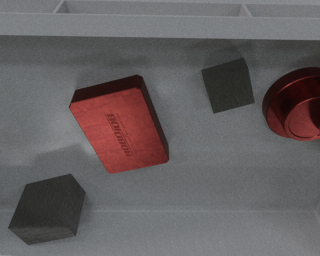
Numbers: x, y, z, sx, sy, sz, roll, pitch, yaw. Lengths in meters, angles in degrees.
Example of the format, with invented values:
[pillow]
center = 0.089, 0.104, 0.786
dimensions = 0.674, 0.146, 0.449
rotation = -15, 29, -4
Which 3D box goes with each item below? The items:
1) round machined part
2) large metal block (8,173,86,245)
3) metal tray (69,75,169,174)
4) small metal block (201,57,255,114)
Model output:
[round machined part]
center = 0.182, -0.022, 0.382
dimensions = 0.099, 0.042, 0.097
rotation = 0, 130, 0
[large metal block]
center = -0.170, 0.125, 0.477
dimensions = 0.080, 0.080, 0.050
rotation = -14, 129, 11
[metal tray]
center = -0.048, 0.001, 0.406
dimensions = 0.090, 0.030, 0.129
rotation = -13, 129, 10
[small metal block]
center = 0.081, -0.050, 0.368
dimensions = 0.050, 0.025, 0.050
rotation = -15, 129, 12
